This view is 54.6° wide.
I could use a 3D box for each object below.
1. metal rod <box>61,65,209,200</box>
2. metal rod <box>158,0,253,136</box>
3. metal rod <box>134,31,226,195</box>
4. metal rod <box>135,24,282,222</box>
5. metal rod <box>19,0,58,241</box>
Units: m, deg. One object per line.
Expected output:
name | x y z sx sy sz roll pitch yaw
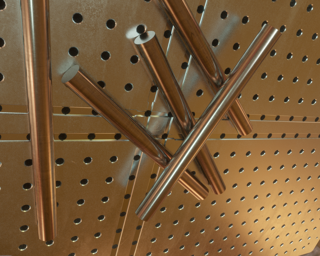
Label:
metal rod | -0.012 0.026 0.419 0.025 0.025 0.300 -43 129 2
metal rod | 0.057 -0.086 0.388 0.025 0.025 0.300 -41 129 0
metal rod | 0.042 0.002 0.433 0.025 0.025 0.299 -35 129 -6
metal rod | 0.056 0.002 0.408 0.025 0.025 0.299 24 105 -37
metal rod | -0.131 0.012 0.346 0.025 0.025 0.298 -6 121 -25
